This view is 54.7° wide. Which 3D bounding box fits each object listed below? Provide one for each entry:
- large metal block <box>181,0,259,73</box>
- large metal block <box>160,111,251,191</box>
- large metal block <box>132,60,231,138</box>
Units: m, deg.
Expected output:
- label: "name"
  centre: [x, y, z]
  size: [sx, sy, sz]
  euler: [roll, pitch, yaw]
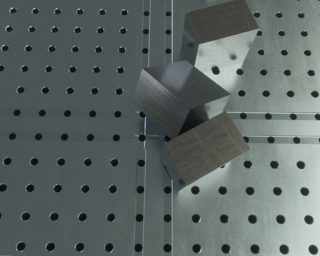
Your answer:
- label: "large metal block"
  centre: [0.078, -0.122, 0.428]
  size: [0.081, 0.080, 0.050]
  euler: [-17, 71, -6]
- label: "large metal block"
  centre: [0.049, 0.031, 0.370]
  size: [0.080, 0.080, 0.050]
  euler: [-28, 77, -10]
- label: "large metal block"
  centre: [0.026, -0.037, 0.386]
  size: [0.081, 0.050, 0.080]
  euler: [-21, 54, -42]
